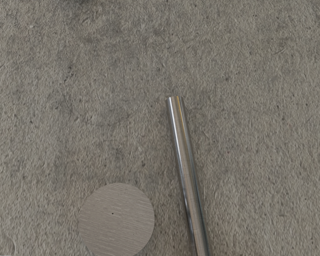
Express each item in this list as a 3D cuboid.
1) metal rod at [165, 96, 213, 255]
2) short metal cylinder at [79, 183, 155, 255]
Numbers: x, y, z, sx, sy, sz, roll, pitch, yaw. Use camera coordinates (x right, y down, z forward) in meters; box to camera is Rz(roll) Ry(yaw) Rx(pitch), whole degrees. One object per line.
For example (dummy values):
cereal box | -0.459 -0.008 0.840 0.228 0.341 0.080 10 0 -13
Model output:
metal rod | 0.041 0.101 0.371 0.025 0.025 0.299 -8 70 -3
short metal cylinder | -0.046 0.107 0.355 0.081 0.050 0.080 0 70 0
